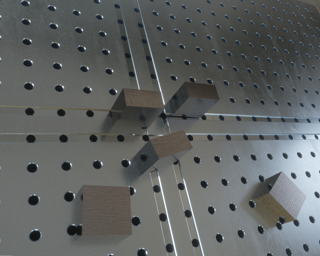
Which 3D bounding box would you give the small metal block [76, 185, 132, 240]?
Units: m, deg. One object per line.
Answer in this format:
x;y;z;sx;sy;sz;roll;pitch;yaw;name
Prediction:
-0.058;0.089;0.324;0.050;0.025;0.050;8;58;-24;small metal block

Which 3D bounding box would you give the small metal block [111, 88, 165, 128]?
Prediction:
-0.029;-0.024;0.392;0.050;0.050;0.025;2;61;-27;small metal block

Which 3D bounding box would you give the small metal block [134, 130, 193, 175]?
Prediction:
0.003;0.030;0.377;0.050;0.050;0.025;-15;70;-34;small metal block

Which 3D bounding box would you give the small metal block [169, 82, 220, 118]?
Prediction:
0.048;-0.039;0.444;0.050;0.050;0.025;2;61;-28;small metal block

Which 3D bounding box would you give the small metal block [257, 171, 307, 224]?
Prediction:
0.175;0.100;0.445;0.050;0.025;0.050;47;51;4;small metal block
